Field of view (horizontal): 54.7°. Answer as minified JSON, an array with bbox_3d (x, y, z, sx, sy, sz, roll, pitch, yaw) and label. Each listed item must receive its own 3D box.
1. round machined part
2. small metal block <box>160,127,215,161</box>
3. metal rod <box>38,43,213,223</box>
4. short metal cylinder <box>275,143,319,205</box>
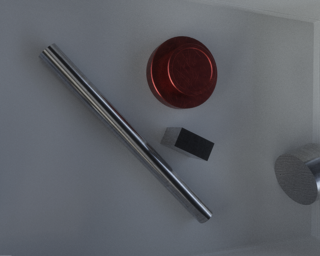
[{"bbox_3d":[0.035,-0.075,0.415,0.099,0.042,0.097,0,90,-21],"label":"round machined part"},{"bbox_3d":[0.035,0.021,0.412,0.050,0.050,0.025,26,82,-19],"label":"small metal block"},{"bbox_3d":[-0.034,0.017,0.398,0.025,0.025,0.300,-46,105,-14],"label":"metal rod"},{"bbox_3d":[0.221,0.068,0.465,0.050,0.080,0.080,-19,97,-19],"label":"short metal cylinder"}]
